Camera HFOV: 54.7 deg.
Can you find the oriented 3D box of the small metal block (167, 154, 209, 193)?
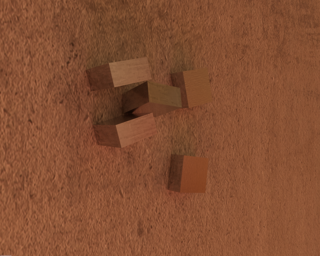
[{"bbox_3d":[0.040,0.065,0.438,0.050,0.025,0.050,11,83,-40],"label":"small metal block"}]

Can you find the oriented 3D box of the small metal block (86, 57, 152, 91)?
[{"bbox_3d":[-0.047,-0.060,0.349,0.050,0.050,0.025,-20,103,-38],"label":"small metal block"}]

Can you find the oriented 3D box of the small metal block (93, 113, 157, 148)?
[{"bbox_3d":[-0.040,0.001,0.354,0.050,0.050,0.025,-21,104,-38],"label":"small metal block"}]

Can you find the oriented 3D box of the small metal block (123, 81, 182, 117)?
[{"bbox_3d":[-0.010,-0.033,0.377,0.050,0.050,0.025,6,74,-40],"label":"small metal block"}]

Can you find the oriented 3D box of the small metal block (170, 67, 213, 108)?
[{"bbox_3d":[0.046,-0.057,0.442,0.050,0.025,0.050,-17,101,-39],"label":"small metal block"}]
